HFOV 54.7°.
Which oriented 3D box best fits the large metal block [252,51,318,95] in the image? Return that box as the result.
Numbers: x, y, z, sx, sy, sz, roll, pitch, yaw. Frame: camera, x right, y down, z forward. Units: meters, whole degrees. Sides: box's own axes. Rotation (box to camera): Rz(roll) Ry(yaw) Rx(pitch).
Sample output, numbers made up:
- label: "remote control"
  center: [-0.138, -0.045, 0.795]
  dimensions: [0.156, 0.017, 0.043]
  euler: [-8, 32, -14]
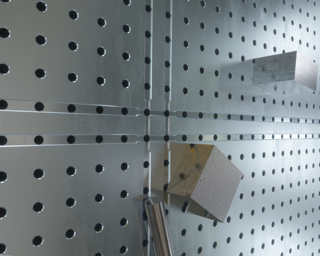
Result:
- label: "large metal block"
  center: [0.227, -0.097, 0.563]
  dimensions: [0.081, 0.080, 0.050]
  euler: [12, 82, -39]

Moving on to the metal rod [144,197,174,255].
- label: "metal rod"
  center: [0.019, 0.239, 0.425]
  dimensions: [0.025, 0.025, 0.298]
  euler: [-18, 102, -39]

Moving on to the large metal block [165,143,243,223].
- label: "large metal block"
  center: [0.066, 0.078, 0.448]
  dimensions: [0.080, 0.050, 0.080]
  euler: [43, 64, -32]
